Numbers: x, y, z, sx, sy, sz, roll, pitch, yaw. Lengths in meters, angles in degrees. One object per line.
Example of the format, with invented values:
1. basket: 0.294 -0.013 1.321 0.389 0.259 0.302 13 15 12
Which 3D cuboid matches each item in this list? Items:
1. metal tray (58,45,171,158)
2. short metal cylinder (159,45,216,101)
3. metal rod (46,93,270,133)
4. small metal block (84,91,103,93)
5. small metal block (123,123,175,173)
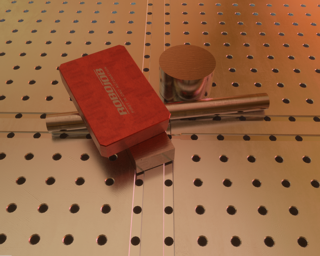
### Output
1. metal tray: -0.058 -0.038 0.385 0.091 0.030 0.130 -25 66 -19
2. short metal cylinder: 0.039 -0.078 0.457 0.081 0.050 0.080 0 50 0
3. metal rod: 0.001 -0.022 0.426 0.302 0.025 0.025 -6 50 -6
4. small metal block: -0.096 -0.070 0.448 0.050 0.050 0.025 -25 55 -20
5. small metal block: -0.015 0.022 0.387 0.050 0.025 0.050 -18 53 -15
